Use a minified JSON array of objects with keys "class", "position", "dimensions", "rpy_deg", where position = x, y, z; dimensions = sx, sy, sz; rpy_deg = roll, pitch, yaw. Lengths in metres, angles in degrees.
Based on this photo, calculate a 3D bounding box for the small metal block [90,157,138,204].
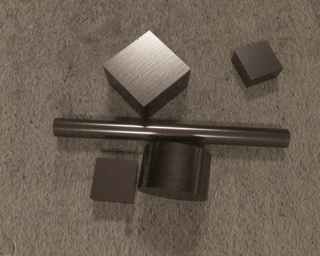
[{"class":"small metal block","position":[-0.055,0.066,0.383],"dimensions":[0.050,0.025,0.050],"rpy_deg":[5,70,1]}]

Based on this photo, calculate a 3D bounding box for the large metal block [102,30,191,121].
[{"class":"large metal block","position":[-0.017,-0.070,0.420],"dimensions":[0.080,0.050,0.080],"rpy_deg":[-40,75,-14]}]

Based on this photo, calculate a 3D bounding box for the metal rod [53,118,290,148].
[{"class":"metal rod","position":[0.014,0.006,0.405],"dimensions":[0.302,0.025,0.025],"rpy_deg":[3,70,0]}]

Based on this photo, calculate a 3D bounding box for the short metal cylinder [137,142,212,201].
[{"class":"short metal cylinder","position":[0.017,0.053,0.360],"dimensions":[0.080,0.080,0.050],"rpy_deg":[8,70,2]}]

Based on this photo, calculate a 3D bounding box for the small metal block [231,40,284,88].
[{"class":"small metal block","position":[0.138,-0.092,0.443],"dimensions":[0.050,0.025,0.050],"rpy_deg":[-20,72,-8]}]
